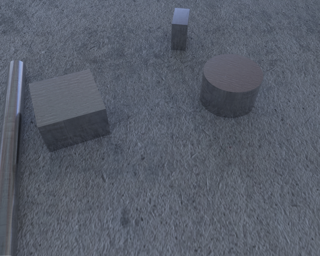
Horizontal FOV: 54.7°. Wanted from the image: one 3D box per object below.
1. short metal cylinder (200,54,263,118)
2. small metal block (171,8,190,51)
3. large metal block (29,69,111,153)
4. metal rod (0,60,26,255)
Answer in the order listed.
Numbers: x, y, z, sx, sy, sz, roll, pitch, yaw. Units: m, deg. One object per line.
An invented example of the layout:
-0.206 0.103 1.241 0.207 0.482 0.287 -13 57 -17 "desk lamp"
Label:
0.099 -0.060 0.439 0.081 0.050 0.080 0 50 0 "short metal cylinder"
0.035 -0.168 0.529 0.025 0.050 0.050 6 50 5 "small metal block"
-0.118 -0.024 0.406 0.081 0.050 0.080 -17 52 -14 "large metal block"
-0.186 0.017 0.386 0.025 0.025 0.300 -10 51 -9 "metal rod"
